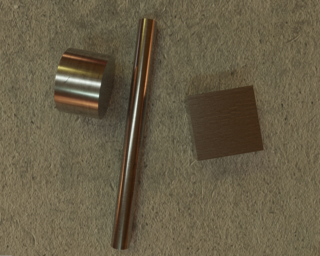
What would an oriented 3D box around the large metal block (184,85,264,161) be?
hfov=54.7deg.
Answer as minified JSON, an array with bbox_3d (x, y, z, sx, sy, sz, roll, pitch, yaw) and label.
[{"bbox_3d":[0.079,-0.006,0.398,0.080,0.050,0.080,-9,90,0],"label":"large metal block"}]

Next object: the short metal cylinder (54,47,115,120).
[{"bbox_3d":[-0.090,-0.054,0.382,0.050,0.080,0.080,11,90,0],"label":"short metal cylinder"}]

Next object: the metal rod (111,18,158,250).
[{"bbox_3d":[-0.034,0.008,0.409,0.025,0.025,0.298,7,90,0],"label":"metal rod"}]
